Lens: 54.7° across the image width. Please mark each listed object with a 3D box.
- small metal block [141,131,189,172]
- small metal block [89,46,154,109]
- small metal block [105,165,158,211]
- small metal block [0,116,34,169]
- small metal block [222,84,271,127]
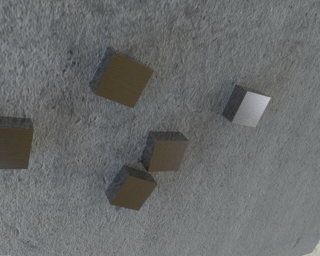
[{"bbox_3d":[0.006,0.033,0.430,0.050,0.025,0.050,2,118,-29],"label":"small metal block"},{"bbox_3d":[-0.043,-0.056,0.348,0.050,0.025,0.050,19,108,-36],"label":"small metal block"},{"bbox_3d":[-0.040,0.086,0.438,0.050,0.025,0.050,25,105,-37],"label":"small metal block"},{"bbox_3d":[-0.165,0.016,0.326,0.050,0.025,0.050,4,116,-31],"label":"small metal block"},{"bbox_3d":[0.127,-0.032,0.456,0.050,0.025,0.050,9,114,-32],"label":"small metal block"}]
